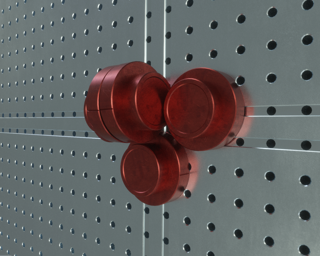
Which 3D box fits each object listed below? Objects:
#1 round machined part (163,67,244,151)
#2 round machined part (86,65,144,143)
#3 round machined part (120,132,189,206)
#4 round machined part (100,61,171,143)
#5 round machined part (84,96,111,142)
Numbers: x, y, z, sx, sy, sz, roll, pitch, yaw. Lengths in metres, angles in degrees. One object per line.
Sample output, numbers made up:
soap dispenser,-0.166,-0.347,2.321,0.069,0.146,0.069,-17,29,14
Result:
round machined part,0.043,-0.022,0.360,0.098,0.042,0.097,0,90,39
round machined part,-0.054,-0.030,0.396,0.042,0.099,0.097,2,91,40
round machined part,-0.014,0.054,0.407,0.098,0.042,0.097,0,90,39
round machined part,-0.020,-0.031,0.369,0.042,0.099,0.097,-1,90,40
round machined part,-0.075,-0.027,0.457,0.098,0.042,0.097,0,90,39
